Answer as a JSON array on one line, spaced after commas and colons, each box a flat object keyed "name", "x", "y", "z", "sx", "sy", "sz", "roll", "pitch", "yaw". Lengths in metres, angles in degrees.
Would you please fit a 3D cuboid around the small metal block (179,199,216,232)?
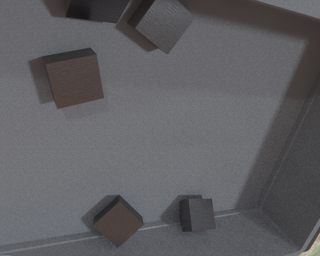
[{"name": "small metal block", "x": 0.063, "y": 0.145, "z": 0.517, "sx": 0.050, "sy": 0.050, "sz": 0.025, "roll": 8, "pitch": 157, "yaw": -32}]

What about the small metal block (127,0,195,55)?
[{"name": "small metal block", "x": 0.001, "y": -0.118, "z": 0.338, "sx": 0.050, "sy": 0.025, "sz": 0.050, "roll": 30, "pitch": 101, "yaw": -38}]

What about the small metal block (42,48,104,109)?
[{"name": "small metal block", "x": -0.091, "y": -0.053, "z": 0.327, "sx": 0.050, "sy": 0.025, "sz": 0.050, "roll": -17, "pitch": 125, "yaw": -19}]

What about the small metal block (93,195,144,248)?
[{"name": "small metal block", "x": -0.060, "y": 0.135, "z": 0.448, "sx": 0.050, "sy": 0.025, "sz": 0.050, "roll": -43, "pitch": 103, "yaw": 0}]

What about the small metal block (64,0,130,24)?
[{"name": "small metal block", "x": -0.057, "y": -0.124, "z": 0.284, "sx": 0.050, "sy": 0.050, "sz": 0.025, "roll": -2, "pitch": 75, "yaw": -28}]
